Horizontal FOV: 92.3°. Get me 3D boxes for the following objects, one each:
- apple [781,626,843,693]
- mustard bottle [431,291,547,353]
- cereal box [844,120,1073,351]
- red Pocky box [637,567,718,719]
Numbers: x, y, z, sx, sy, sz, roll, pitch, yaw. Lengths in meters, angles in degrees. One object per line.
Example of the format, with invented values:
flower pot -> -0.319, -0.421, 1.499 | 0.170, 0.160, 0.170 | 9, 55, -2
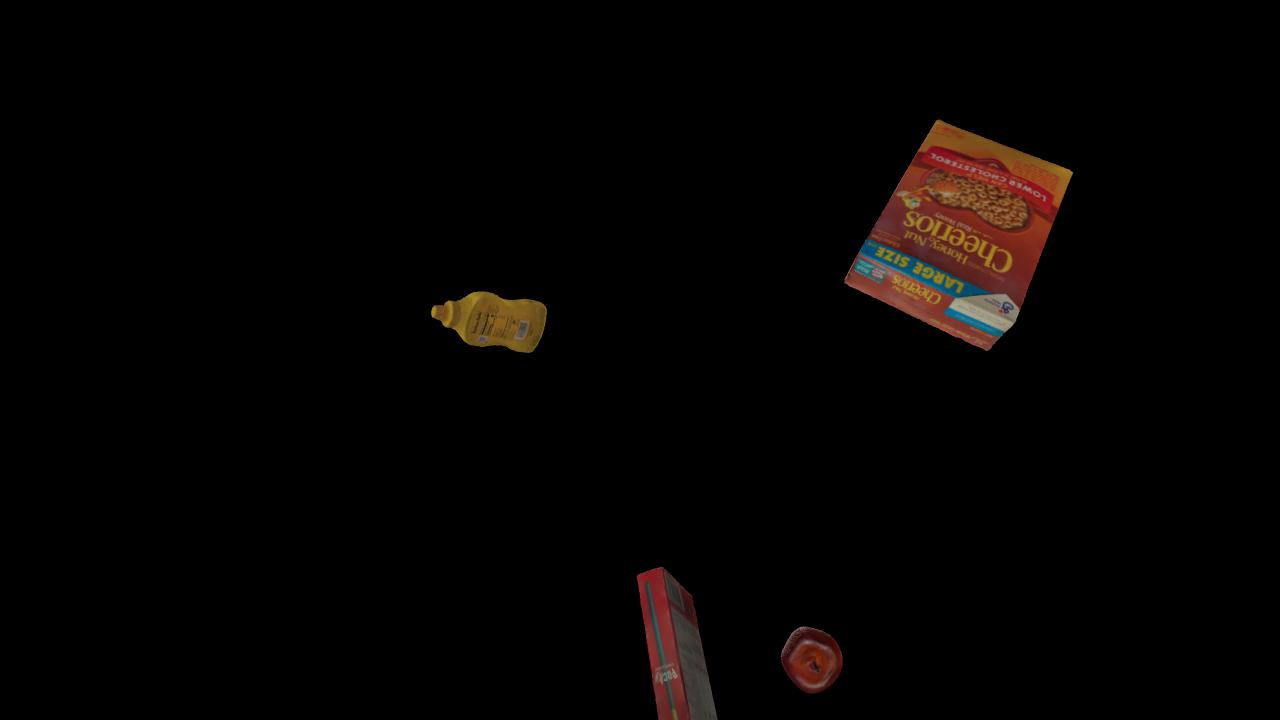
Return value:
apple -> 0.225, 0.393, 0.808 | 0.079, 0.079, 0.093 | 0, -12, 11
mustard bottle -> -0.243, -0.064, 0.984 | 0.184, 0.092, 0.054 | 7, 27, -41
cereal box -> 0.439, -0.181, 0.843 | 0.203, 0.306, 0.081 | 30, -27, 15
red Pocky box -> 0.034, 0.259, 0.507 | 0.028, 0.155, 0.083 | -21, -43, 10
